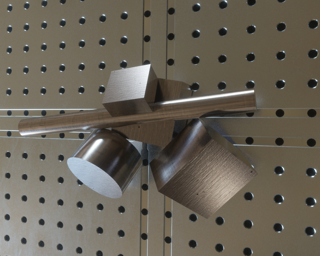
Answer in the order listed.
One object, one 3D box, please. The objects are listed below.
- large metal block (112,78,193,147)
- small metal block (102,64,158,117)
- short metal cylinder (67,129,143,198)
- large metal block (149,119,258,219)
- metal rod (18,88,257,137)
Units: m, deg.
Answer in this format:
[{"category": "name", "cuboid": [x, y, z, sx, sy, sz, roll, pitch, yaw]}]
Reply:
[{"category": "large metal block", "cuboid": [-0.010, -0.023, 0.398, 0.080, 0.050, 0.079, 12, 94, 19]}, {"category": "small metal block", "cuboid": [-0.033, -0.043, 0.354, 0.050, 0.025, 0.050, -6, 53, 20]}, {"category": "short metal cylinder", "cuboid": [-0.070, 0.046, 0.398, 0.080, 0.080, 0.050, 21, 54, 18]}, {"category": "large metal block", "cuboid": [0.048, 0.046, 0.356, 0.080, 0.050, 0.080, 36, 106, -29]}, {"category": "metal rod", "cuboid": [-0.042, -0.015, 0.370, 0.301, 0.025, 0.025, -6, 88, 20]}]
